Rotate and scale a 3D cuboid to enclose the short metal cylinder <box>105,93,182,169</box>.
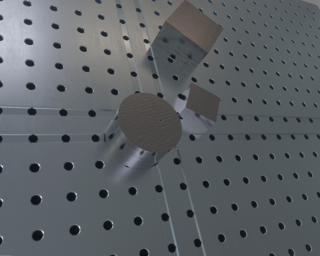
[{"bbox_3d":[-0.021,0.004,0.379,0.081,0.050,0.080,14,56,-21],"label":"short metal cylinder"}]

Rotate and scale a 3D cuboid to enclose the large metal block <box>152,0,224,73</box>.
[{"bbox_3d":[0.047,-0.152,0.510,0.080,0.050,0.080,36,51,-5],"label":"large metal block"}]

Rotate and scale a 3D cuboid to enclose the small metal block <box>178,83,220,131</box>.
[{"bbox_3d":[0.058,-0.032,0.459,0.050,0.025,0.050,26,53,-12],"label":"small metal block"}]
